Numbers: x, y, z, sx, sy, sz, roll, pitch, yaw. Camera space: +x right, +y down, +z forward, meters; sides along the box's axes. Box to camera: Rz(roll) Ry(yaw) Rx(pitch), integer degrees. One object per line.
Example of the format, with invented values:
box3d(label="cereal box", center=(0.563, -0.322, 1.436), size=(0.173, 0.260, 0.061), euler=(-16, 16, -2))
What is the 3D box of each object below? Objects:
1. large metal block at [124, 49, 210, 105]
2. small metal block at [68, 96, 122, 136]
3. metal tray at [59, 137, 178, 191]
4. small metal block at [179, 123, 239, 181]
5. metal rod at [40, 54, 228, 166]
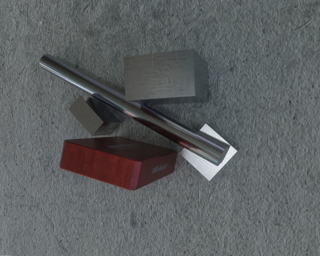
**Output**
box3d(label="large metal block", center=(0.012, -0.057, 0.375), size=(0.080, 0.080, 0.050), euler=(-2, 90, 19))
box3d(label="small metal block", center=(-0.088, -0.016, 0.426), size=(0.050, 0.050, 0.025), euler=(46, 104, 14))
box3d(label="metal tray", center=(-0.041, 0.036, 0.368), size=(0.090, 0.130, 0.030), euler=(13, 95, 19))
box3d(label="small metal block", center=(0.062, 0.029, 0.388), size=(0.050, 0.025, 0.050), euler=(43, 103, 14))
box3d(label="metal rod", center=(-0.050, -0.034, 0.412), size=(0.300, 0.025, 0.025), euler=(29, 99, 22))
